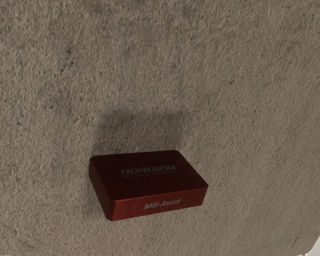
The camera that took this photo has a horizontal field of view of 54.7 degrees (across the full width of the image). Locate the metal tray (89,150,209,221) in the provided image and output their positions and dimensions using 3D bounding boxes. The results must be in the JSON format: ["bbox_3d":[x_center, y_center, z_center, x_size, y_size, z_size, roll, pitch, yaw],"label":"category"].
[{"bbox_3d":[-0.016,0.068,0.399,0.131,0.090,0.030,-2,119,-28],"label":"metal tray"}]
